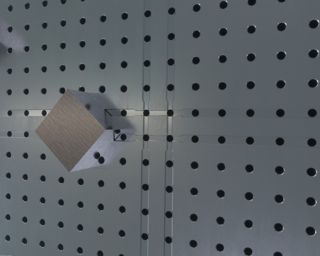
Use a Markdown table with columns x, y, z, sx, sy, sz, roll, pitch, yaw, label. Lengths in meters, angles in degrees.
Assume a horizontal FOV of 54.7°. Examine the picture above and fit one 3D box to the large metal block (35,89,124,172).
| x | y | z | sx | sy | sz | roll | pitch | yaw | label |
| --- | --- | --- | --- | --- | --- | --- | --- | --- | --- |
| -0.114 | 0.003 | 0.440 | 0.080 | 0.050 | 0.080 | 45 | 104 | 14 | large metal block |
